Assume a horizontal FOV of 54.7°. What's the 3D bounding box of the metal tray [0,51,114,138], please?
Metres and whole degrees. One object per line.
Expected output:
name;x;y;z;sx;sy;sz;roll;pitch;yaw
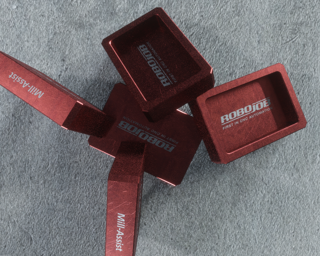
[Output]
metal tray;-0.127;-0.038;0.362;0.130;0.090;0.030;31;90;16

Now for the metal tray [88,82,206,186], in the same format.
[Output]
metal tray;-0.016;0.008;0.408;0.131;0.030;0.090;26;90;-1

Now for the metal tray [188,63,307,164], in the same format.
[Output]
metal tray;0.112;-0.019;0.394;0.131;0.030;0.090;-22;90;-15

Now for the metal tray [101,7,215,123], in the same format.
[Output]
metal tray;-0.005;-0.081;0.379;0.090;0.030;0.130;-31;61;-1

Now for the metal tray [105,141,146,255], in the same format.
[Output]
metal tray;-0.039;0.091;0.359;0.030;0.090;0.129;6;111;0
